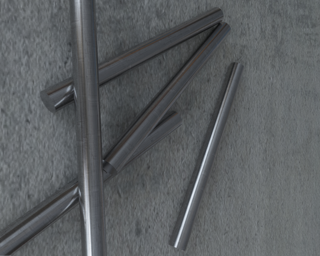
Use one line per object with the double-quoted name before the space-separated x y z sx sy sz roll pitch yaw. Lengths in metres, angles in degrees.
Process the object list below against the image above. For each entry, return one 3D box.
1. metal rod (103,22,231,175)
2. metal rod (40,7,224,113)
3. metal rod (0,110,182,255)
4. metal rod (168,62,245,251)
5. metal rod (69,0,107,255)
"metal rod" 0.023 -0.058 0.410 0.301 0.025 0.025 -52 121 -33
"metal rod" -0.012 -0.100 0.395 0.302 0.025 0.025 -37 113 -34
"metal rod" -0.080 0.061 0.339 0.302 0.025 0.025 -36 113 -34
"metal rod" 0.076 0.031 0.470 0.025 0.025 0.299 34 69 -35
"metal rod" -0.073 -0.016 0.311 0.025 0.025 0.298 -4 93 -40
